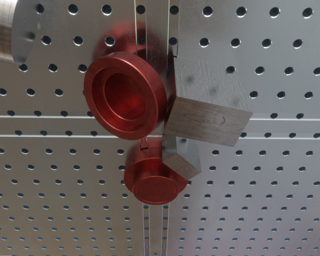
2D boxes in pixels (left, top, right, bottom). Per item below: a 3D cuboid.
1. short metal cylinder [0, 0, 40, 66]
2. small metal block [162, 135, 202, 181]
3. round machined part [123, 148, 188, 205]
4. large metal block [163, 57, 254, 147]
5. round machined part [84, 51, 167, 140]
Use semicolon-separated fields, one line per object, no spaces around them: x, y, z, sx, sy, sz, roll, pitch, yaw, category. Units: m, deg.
-0.149;-0.103;0.286;0.050;0.080;0.079;13;129;-11;short metal cylinder
0.029;0.036;0.426;0.025;0.050;0.050;-36;122;26;small metal block
-0.006;0.079;0.468;0.099;0.042;0.097;0;131;0;round machined part
0.049;-0.030;0.350;0.081;0.080;0.050;11;129;-10;large metal block
-0.034;-0.038;0.349;0.098;0.042;0.097;16;125;25;round machined part
